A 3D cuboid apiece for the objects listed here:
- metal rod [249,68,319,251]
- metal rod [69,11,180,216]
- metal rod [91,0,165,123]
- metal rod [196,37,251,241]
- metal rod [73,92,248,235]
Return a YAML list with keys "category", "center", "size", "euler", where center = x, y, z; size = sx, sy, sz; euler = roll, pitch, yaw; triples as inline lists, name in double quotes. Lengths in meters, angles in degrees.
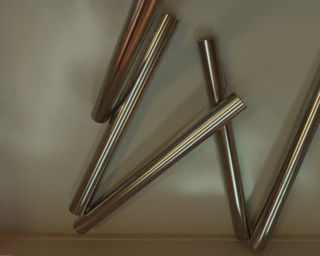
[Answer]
- category: "metal rod"
  center: [0.182, 0.035, 0.417]
  size: [0.025, 0.025, 0.298]
  euler: [14, 106, -6]
- category: "metal rod"
  center: [-0.055, -0.006, 0.408]
  size: [0.025, 0.025, 0.298]
  euler: [25, 108, -9]
- category: "metal rod"
  center: [-0.023, -0.090, 0.290]
  size: [0.025, 0.025, 0.298]
  euler: [25, 143, -9]
- category: "metal rod"
  center: [0.092, 0.029, 0.423]
  size: [0.025, 0.025, 0.298]
  euler: [-13, 110, 4]
- category: "metal rod"
  center: [-0.012, 0.058, 0.417]
  size: [0.299, 0.025, 0.025]
  euler: [-40, 106, 19]
